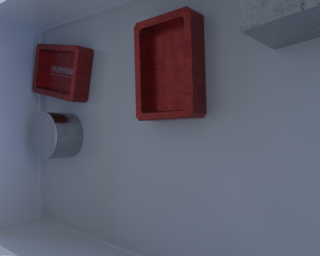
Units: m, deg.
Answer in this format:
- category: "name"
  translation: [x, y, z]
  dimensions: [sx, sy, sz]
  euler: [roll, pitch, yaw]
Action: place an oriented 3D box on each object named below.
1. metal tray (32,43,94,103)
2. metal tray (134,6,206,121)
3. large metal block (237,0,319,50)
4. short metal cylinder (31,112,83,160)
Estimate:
- category: "metal tray"
  translation: [-0.173, -0.098, 0.543]
  dimensions: [0.130, 0.030, 0.089]
  euler: [15, 99, 38]
- category: "metal tray"
  translation: [0.011, -0.075, 0.392]
  dimensions: [0.090, 0.030, 0.129]
  euler: [-2, 88, 39]
- category: "large metal block"
  translation: [0.122, -0.111, 0.270]
  dimensions: [0.080, 0.081, 0.050]
  euler: [-9, 84, 39]
- category: "short metal cylinder"
  translation: [-0.178, 0.013, 0.534]
  dimensions: [0.080, 0.050, 0.079]
  euler: [0, 90, 39]
